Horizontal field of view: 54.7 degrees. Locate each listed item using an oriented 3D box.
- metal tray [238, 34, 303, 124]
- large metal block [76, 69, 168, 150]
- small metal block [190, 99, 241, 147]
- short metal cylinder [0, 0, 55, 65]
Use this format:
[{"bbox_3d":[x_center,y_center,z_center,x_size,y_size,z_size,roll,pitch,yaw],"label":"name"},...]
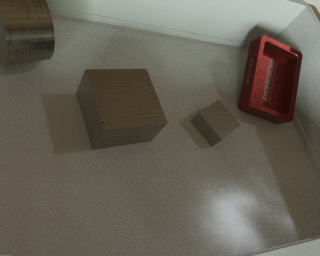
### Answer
[{"bbox_3d":[0.189,-0.081,0.525,0.091,0.030,0.130,18,77,-19],"label":"metal tray"},{"bbox_3d":[-0.049,-0.025,0.380,0.081,0.050,0.080,-7,66,-32],"label":"large metal block"},{"bbox_3d":[0.082,-0.008,0.457,0.050,0.025,0.050,-32,80,-38],"label":"small metal block"},{"bbox_3d":[-0.161,-0.115,0.354,0.050,0.080,0.080,-17,71,-35],"label":"short metal cylinder"}]
